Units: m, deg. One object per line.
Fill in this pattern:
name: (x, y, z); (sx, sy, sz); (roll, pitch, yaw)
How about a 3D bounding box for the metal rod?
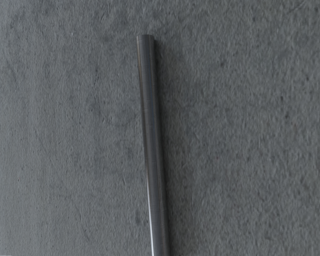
metal rod: (-0.009, 0.026, 0.410); (0.025, 0.025, 0.298); (-7, 85, 39)
